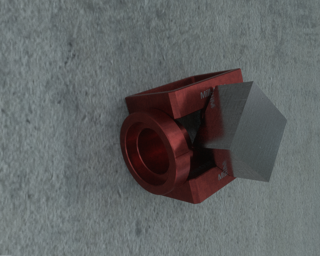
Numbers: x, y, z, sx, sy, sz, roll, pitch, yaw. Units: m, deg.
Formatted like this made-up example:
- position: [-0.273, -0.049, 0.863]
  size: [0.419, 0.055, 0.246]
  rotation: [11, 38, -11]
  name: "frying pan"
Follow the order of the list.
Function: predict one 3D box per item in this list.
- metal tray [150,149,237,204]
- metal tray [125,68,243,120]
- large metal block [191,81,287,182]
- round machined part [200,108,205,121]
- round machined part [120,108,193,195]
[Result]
- position: [0.057, 0.051, 0.412]
  size: [0.131, 0.090, 0.030]
  rotation: [-23, 105, -38]
  name: "metal tray"
- position: [0.034, -0.044, 0.395]
  size: [0.131, 0.090, 0.030]
  rotation: [-23, 105, -38]
  name: "metal tray"
- position: [0.092, 0.005, 0.349]
  size: [0.080, 0.050, 0.080]
  rotation: [37, 67, -34]
  name: "large metal block"
- position: [0.096, -0.015, 0.441]
  size: [0.042, 0.098, 0.097]
  rotation: [-20, 103, -39]
  name: "round machined part"
- position: [0.000, 0.024, 0.360]
  size: [0.042, 0.098, 0.097]
  rotation: [-20, 103, -39]
  name: "round machined part"
